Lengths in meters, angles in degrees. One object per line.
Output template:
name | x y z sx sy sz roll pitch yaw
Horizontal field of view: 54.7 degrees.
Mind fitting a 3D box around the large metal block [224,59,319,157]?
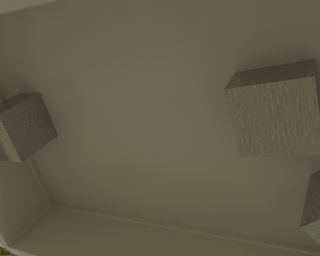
large metal block | 0.120 -0.018 0.318 0.080 0.050 0.080 -5 116 30

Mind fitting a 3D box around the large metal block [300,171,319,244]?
large metal block | 0.201 0.090 0.320 0.080 0.080 0.050 40 136 1

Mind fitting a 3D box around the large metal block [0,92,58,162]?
large metal block | -0.220 -0.003 0.488 0.050 0.080 0.080 1 119 28
